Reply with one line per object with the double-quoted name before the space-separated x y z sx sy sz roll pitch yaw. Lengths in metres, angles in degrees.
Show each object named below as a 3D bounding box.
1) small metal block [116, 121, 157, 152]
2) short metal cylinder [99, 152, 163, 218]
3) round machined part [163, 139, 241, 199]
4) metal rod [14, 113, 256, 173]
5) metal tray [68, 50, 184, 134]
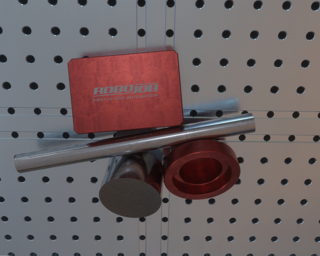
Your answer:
"small metal block" -0.036 0.015 0.427 0.050 0.025 0.050 17 109 -7
"short metal cylinder" -0.036 0.076 0.415 0.080 0.050 0.079 3 129 4
"round machined part" 0.053 0.049 0.411 0.099 0.042 0.097 -3 132 -3
"metal rod" -0.033 0.020 0.393 0.302 0.025 0.025 -10 110 3
"metal tray" -0.040 -0.043 0.380 0.131 0.030 0.089 -5 92 0
